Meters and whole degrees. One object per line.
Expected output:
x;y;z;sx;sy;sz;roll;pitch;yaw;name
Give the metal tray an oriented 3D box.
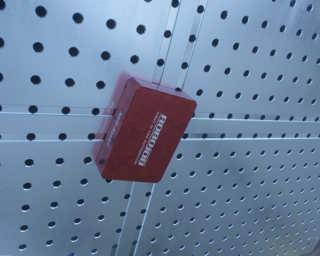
-0.019;0.009;0.402;0.091;0.030;0.129;12;112;-33;metal tray
